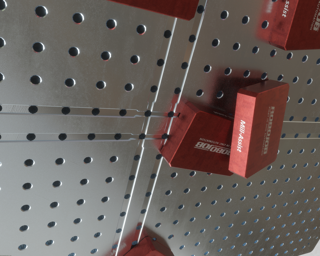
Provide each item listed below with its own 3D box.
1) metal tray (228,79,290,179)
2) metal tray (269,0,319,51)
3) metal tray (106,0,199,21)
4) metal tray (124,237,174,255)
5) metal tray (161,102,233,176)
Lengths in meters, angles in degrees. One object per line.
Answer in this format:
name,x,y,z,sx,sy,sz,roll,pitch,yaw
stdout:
metal tray,0.146,0.000,0.459,0.091,0.030,0.129,-19,120,-39
metal tray,0.206,-0.172,0.413,0.091,0.030,0.129,-8,122,-24
metal tray,-0.015,-0.164,0.298,0.131,0.030,0.089,2,117,-30
metal tray,-0.041,0.258,0.543,0.130,0.030,0.090,-41,129,0
metal tray,0.076,0.021,0.462,0.131,0.030,0.090,14,111,-34
